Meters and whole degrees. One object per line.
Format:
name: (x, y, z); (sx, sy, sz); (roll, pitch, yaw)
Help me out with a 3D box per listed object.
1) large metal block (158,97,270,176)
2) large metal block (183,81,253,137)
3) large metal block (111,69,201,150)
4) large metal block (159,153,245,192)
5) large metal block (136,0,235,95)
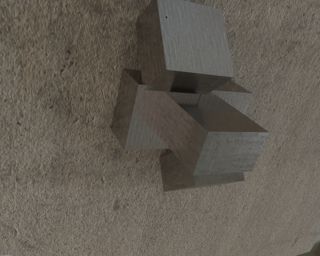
large metal block: (0.056, 0.007, 0.345); (0.081, 0.080, 0.050); (1, 118, -29)
large metal block: (0.065, -0.022, 0.414); (0.081, 0.050, 0.079); (1, 118, -29)
large metal block: (-0.007, -0.022, 0.374); (0.081, 0.050, 0.079); (1, 118, -29)
large metal block: (0.056, 0.057, 0.432); (0.081, 0.080, 0.050); (0, 75, -29)
large metal block: (0.025, -0.084, 0.328); (0.081, 0.050, 0.080); (1, 74, -29)
